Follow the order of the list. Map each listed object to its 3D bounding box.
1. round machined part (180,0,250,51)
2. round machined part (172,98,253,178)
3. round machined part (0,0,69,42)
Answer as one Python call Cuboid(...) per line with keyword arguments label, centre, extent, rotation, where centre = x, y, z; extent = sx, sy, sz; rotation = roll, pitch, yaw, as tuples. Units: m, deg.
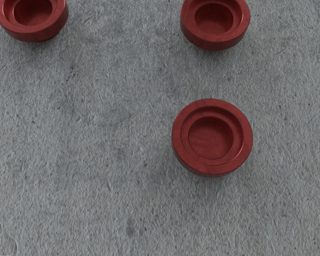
Cuboid(label="round machined part", centre=(0.079, -0.155, 0.456), extent=(0.099, 0.042, 0.098), rotation=(0, 70, 0))
Cuboid(label="round machined part", centre=(0.063, 0.015, 0.394), extent=(0.099, 0.042, 0.098), rotation=(0, 70, 0))
Cuboid(label="round machined part", centre=(-0.185, -0.168, 0.459), extent=(0.099, 0.042, 0.098), rotation=(0, 70, 0))
